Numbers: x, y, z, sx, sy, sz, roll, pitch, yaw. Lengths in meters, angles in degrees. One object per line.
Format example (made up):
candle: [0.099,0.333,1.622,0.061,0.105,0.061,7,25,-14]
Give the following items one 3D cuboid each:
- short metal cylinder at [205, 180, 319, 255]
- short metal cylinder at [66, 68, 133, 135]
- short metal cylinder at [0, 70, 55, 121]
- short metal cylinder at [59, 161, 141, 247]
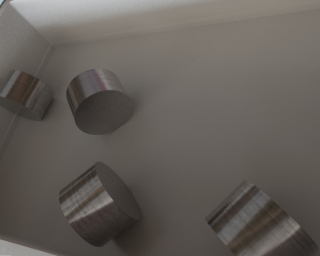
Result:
short metal cylinder: [0.086,0.092,0.269,0.050,0.080,0.080,-44,51,-2]
short metal cylinder: [-0.085,-0.036,0.436,0.080,0.080,0.050,-35,52,5]
short metal cylinder: [-0.226,-0.053,0.519,0.080,0.080,0.050,8,66,31]
short metal cylinder: [-0.067,0.085,0.352,0.050,0.080,0.080,-38,51,3]
